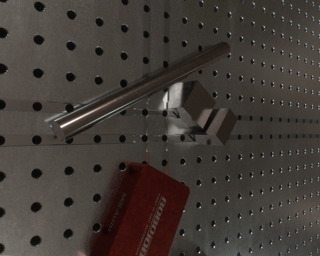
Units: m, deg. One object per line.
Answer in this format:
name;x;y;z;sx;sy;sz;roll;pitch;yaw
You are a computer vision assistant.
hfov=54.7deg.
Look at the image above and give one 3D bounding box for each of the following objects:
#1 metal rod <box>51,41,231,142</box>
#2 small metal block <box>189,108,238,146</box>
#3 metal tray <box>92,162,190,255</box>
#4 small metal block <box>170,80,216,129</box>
metal rod;-0.001;-0.062;0.409;0.302;0.025;0.025;-32;110;-36
small metal block;0.080;-0.002;0.463;0.025;0.050;0.050;47;62;-31
metal tray;-0.020;0.120;0.391;0.090;0.030;0.130;35;69;-35
small metal block;0.050;-0.034;0.453;0.050;0.025;0.050;44;63;-31
